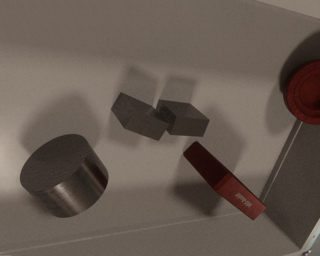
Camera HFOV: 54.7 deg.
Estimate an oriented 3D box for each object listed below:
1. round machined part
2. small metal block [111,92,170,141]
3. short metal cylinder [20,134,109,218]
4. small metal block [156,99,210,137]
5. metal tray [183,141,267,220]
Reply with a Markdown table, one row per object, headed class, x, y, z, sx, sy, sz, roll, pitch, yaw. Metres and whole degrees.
| class | x | y | z | sx | sy | sz | roll | pitch | yaw |
| --- | --- | --- | --- | --- | --- | --- | --- | --- | --- |
| round machined part | 0.241 | -0.057 | 0.478 | 0.099 | 0.042 | 0.097 | 2 | 107 | 6 |
| small metal block | -0.024 | -0.014 | 0.372 | 0.050 | 0.050 | 0.025 | 22 | 106 | -37 |
| short metal cylinder | -0.106 | 0.052 | 0.349 | 0.080 | 0.080 | 0.050 | -31 | 129 | -9 |
| small metal block | 0.027 | -0.013 | 0.401 | 0.050 | 0.050 | 0.025 | 4 | 116 | -31 |
| metal tray | 0.100 | 0.081 | 0.473 | 0.030 | 0.090 | 0.130 | -46 | 130 | 4 |
